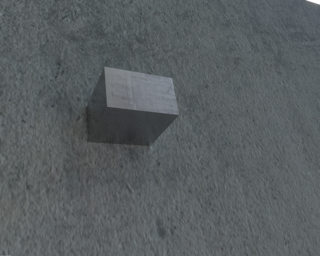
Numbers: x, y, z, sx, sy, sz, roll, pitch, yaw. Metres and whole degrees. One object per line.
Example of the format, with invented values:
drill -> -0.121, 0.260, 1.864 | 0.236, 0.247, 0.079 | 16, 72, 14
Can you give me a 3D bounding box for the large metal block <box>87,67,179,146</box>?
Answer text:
large metal block -> -0.035, -0.021, 0.362 | 0.081, 0.080, 0.050 | 5, 60, -26
